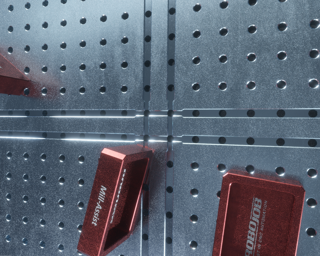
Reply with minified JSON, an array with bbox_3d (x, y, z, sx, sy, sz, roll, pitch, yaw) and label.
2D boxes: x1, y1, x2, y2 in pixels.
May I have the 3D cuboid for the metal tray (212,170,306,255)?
[{"bbox_3d":[0.114,0.122,0.369,0.090,0.030,0.129,8,93,19],"label":"metal tray"}]

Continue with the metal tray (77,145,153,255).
[{"bbox_3d":[-0.054,0.089,0.397,0.030,0.090,0.129,17,96,19],"label":"metal tray"}]

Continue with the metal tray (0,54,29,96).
[{"bbox_3d":[-0.281,-0.103,0.478,0.130,0.090,0.030,39,103,16],"label":"metal tray"}]
